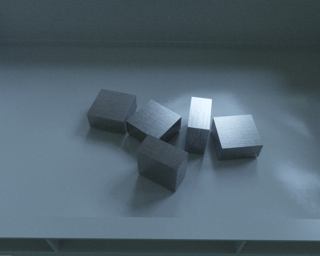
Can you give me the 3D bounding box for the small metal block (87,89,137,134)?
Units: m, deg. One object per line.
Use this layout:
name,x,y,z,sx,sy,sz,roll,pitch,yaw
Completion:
small metal block,-0.064,-0.023,0.421,0.050,0.025,0.050,12,51,9

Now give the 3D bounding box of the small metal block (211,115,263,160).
small metal block,0.096,0.011,0.394,0.050,0.025,0.050,-4,50,-4

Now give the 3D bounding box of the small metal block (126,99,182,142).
small metal block,-0.008,-0.004,0.405,0.050,0.025,0.050,32,56,23

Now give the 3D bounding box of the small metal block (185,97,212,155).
small metal block,0.048,-0.003,0.390,0.025,0.050,0.050,8,51,5

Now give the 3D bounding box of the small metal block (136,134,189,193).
small metal block,0.002,0.041,0.352,0.050,0.050,0.025,25,55,18
